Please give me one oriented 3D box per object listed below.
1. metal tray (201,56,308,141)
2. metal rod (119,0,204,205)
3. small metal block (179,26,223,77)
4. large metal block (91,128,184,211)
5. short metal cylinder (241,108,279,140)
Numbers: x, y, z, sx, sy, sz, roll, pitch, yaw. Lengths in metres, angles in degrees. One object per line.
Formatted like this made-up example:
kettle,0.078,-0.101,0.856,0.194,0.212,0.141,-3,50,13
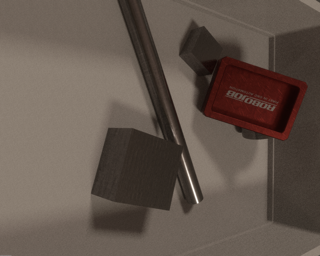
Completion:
metal tray,0.137,-0.043,0.458,0.131,0.030,0.089,17,98,-3
metal rod,0.005,-0.032,0.412,0.025,0.025,0.298,-30,109,-36
small metal block,0.062,-0.113,0.461,0.050,0.025,0.050,38,66,-34
large metal block,-0.025,0.049,0.371,0.080,0.050,0.080,21,77,-38
short metal cylinder,0.174,-0.018,0.520,0.081,0.080,0.050,-24,106,-38
